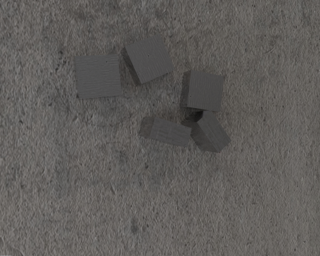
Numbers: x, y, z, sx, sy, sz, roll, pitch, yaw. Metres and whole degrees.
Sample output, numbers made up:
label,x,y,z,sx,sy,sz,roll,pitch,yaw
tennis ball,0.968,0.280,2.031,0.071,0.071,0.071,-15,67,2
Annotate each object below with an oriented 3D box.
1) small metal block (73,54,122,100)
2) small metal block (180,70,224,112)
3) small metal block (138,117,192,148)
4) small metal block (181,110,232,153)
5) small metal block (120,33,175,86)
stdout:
label,x,y,z,sx,sy,sz,roll,pitch,yaw
small metal block,-0.077,-0.062,0.380,0.050,0.025,0.050,-7,93,-20
small metal block,0.058,-0.050,0.430,0.050,0.025,0.050,7,88,-20
small metal block,0.005,0.005,0.398,0.050,0.050,0.025,17,85,-19
small metal block,0.061,0.005,0.418,0.025,0.050,0.050,-40,103,-16
small metal block,-0.016,-0.088,0.403,0.050,0.025,0.050,-27,99,-18
